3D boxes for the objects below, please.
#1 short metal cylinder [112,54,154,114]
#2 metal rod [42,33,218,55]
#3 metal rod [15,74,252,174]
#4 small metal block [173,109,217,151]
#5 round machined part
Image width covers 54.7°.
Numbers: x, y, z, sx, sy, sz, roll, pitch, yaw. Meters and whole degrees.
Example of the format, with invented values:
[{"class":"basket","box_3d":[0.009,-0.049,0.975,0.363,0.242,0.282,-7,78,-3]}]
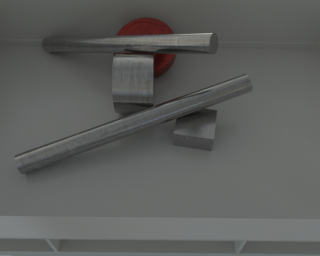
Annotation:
[{"class":"short metal cylinder","box_3d":[-0.033,-0.059,0.419,0.050,0.080,0.080,0,50,0]},{"class":"metal rod","box_3d":[-0.062,-0.120,0.443,0.300,0.025,0.025,9,48,32]},{"class":"metal rod","box_3d":[-0.026,-0.008,0.387,0.302,0.025,0.025,-20,53,-8]},{"class":"small metal block","box_3d":[0.046,-0.001,0.406,0.050,0.025,0.050,9,50,7]},{"class":"round machined part","box_3d":[-0.024,-0.127,0.475,0.099,0.042,0.098,-1,76,6]}]
